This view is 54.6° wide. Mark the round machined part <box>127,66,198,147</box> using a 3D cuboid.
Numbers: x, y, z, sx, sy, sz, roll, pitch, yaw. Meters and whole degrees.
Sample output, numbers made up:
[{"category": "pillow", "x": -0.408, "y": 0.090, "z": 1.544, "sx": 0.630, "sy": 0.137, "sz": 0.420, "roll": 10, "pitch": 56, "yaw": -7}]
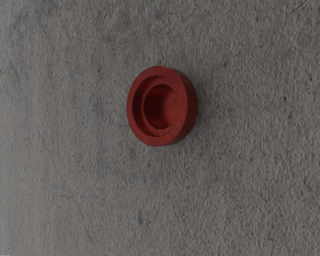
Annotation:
[{"category": "round machined part", "x": 0.007, "y": -0.026, "z": 0.389, "sx": 0.098, "sy": 0.042, "sz": 0.097, "roll": 0, "pitch": 90, "yaw": 40}]
